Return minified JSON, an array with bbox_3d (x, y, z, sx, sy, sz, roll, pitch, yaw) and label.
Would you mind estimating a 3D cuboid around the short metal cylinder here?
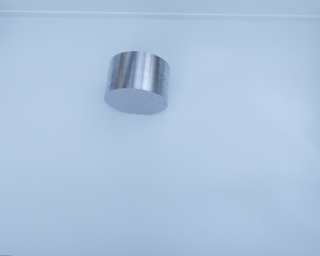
[{"bbox_3d":[-0.028,-0.055,0.400,0.081,0.080,0.050,4,70,1],"label":"short metal cylinder"}]
